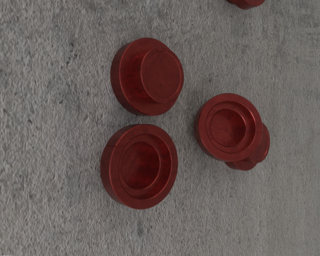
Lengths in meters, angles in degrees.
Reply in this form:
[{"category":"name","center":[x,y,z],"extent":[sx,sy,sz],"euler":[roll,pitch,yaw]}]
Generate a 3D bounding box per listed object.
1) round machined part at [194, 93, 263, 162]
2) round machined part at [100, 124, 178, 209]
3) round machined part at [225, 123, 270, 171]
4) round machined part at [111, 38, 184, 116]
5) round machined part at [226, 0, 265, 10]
[{"category":"round machined part","center":[0.096,0.001,0.457],"extent":[0.099,0.042,0.097],"euler":[2,81,-12]},{"category":"round machined part","center":[-0.028,0.044,0.370],"extent":[0.099,0.042,0.097],"euler":[0,90,-40]},{"category":"round machined part","center":[0.147,0.023,0.516],"extent":[0.099,0.042,0.097],"euler":[0,90,-40]},{"category":"round machined part","center":[-0.008,-0.064,0.386],"extent":[0.099,0.042,0.097],"euler":[0,90,-40]},{"category":"round machined part","center":[0.131,-0.242,0.503],"extent":[0.099,0.042,0.097],"euler":[0,90,-40]}]
